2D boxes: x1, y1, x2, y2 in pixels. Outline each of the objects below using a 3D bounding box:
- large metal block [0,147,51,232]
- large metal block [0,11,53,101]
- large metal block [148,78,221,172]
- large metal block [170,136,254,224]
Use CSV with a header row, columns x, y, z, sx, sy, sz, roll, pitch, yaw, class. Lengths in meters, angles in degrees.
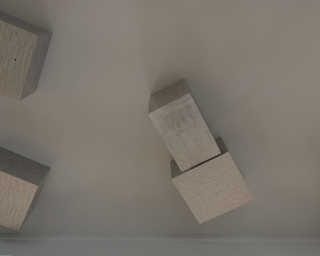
x,y,z,sx,sy,sz,roll,pitch,yaw,class
-0.210,0.082,0.426,0.080,0.050,0.080,25,108,-9,large metal block
-0.184,-0.088,0.364,0.080,0.050,0.079,22,109,-8,large metal block
0.028,-0.007,0.379,0.050,0.080,0.080,-27,108,9,large metal block
0.069,0.071,0.425,0.080,0.050,0.080,-28,108,9,large metal block
